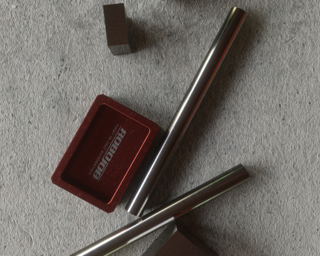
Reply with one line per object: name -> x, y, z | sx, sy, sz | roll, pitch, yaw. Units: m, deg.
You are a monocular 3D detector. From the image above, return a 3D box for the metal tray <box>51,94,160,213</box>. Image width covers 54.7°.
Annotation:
metal tray -> -0.069, 0.032, 0.406 | 0.090, 0.030, 0.130 | 29, 90, -1

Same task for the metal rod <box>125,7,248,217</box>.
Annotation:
metal rod -> 0.035, -0.021, 0.410 | 0.025, 0.025, 0.299 | 28, 90, -1

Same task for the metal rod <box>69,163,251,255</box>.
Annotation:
metal rod -> -0.019, 0.129, 0.409 | 0.301, 0.025, 0.025 | -28, 90, -1

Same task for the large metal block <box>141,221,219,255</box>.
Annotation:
large metal block -> 0.024, 0.179, 0.398 | 0.080, 0.050, 0.080 | 41, 90, -1

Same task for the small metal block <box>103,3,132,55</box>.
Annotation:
small metal block -> -0.053, -0.124, 0.397 | 0.025, 0.050, 0.050 | -7, 90, 0
